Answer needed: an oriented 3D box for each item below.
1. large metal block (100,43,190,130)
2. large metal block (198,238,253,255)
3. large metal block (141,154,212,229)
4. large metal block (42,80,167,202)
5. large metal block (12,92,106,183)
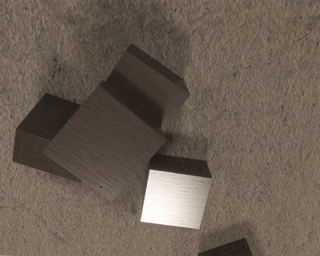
[{"bbox_3d":[-0.016,-0.051,0.361,0.080,0.080,0.050,33,106,-12],"label":"large metal block"},{"bbox_3d":[0.114,0.231,0.483,0.080,0.050,0.080,-22,109,7],"label":"large metal block"},{"bbox_3d":[0.020,0.086,0.429,0.081,0.050,0.079,9,110,-4],"label":"large metal block"},{"bbox_3d":[-0.053,0.011,0.308,0.080,0.050,0.080,40,96,-14],"label":"large metal block"},{"bbox_3d":[-0.119,0.010,0.377,0.080,0.080,0.050,20,125,-8],"label":"large metal block"}]
